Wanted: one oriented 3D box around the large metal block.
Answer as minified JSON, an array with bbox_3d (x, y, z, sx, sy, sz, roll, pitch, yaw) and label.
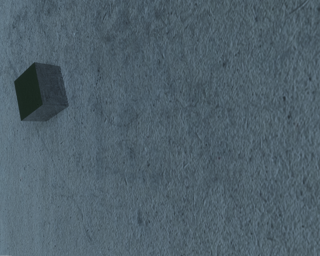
[{"bbox_3d":[-0.220,-0.063,0.570,0.080,0.050,0.080,-25,74,37],"label":"large metal block"}]
